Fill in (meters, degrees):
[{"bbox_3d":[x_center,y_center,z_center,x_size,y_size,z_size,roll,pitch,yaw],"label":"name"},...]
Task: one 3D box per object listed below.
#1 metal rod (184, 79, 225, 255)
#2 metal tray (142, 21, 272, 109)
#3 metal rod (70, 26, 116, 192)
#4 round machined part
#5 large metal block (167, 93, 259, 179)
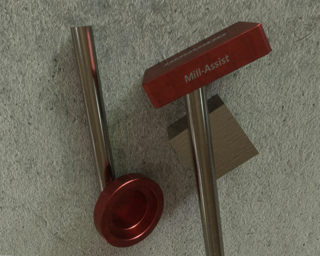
[{"bbox_3d":[0.060,0.085,0.389,0.025,0.025,0.298,-9,112,3],"label":"metal rod"},{"bbox_3d":[0.046,-0.074,0.348,0.130,0.090,0.030,-26,108,9],"label":"metal tray"},{"bbox_3d":[-0.080,0.020,0.415,0.025,0.025,0.298,-5,110,1],"label":"metal rod"},{"bbox_3d":[-0.046,0.107,0.423,0.099,0.042,0.097,-12,110,-35],"label":"round machined part"},{"bbox_3d":[0.067,0.015,0.403,0.080,0.050,0.080,-35,107,11],"label":"large metal block"}]
